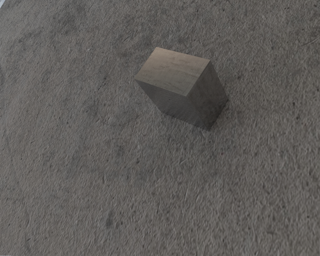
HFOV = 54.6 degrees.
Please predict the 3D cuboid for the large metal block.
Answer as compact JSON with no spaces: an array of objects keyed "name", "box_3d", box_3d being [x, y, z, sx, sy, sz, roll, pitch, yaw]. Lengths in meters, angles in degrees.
[{"name":"large metal block","box_3d":[0.028,-0.048,0.384,0.080,0.080,0.050,24,75,36]}]
